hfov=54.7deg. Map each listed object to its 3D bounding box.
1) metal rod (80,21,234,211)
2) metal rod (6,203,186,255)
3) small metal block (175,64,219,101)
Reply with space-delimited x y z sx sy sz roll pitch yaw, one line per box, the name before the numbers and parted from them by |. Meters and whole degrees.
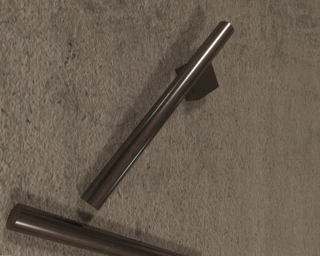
metal rod | 0.008 -0.029 0.391 0.025 0.025 0.300 49 68 -30
metal rod | -0.034 0.149 0.378 0.301 0.025 0.025 33 70 -35
small metal block | 0.055 -0.073 0.453 0.050 0.025 0.050 -34 111 -35
